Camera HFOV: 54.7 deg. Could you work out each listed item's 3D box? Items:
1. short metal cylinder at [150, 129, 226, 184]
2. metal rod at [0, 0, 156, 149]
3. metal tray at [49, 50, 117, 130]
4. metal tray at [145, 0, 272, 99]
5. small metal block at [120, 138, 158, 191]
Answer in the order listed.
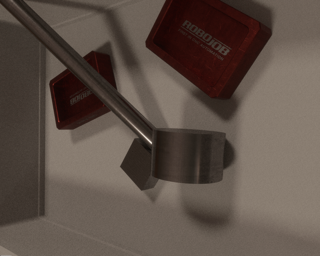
[{"bbox_3d":[0.031,0.028,0.344,0.080,0.081,0.050,6,94,39],"label":"short metal cylinder"},{"bbox_3d":[-0.109,-0.082,0.417,0.300,0.025,0.025,44,119,3],"label":"metal rod"},{"bbox_3d":[-0.127,-0.057,0.505,0.130,0.030,0.090,-21,77,37],"label":"metal tray"},{"bbox_3d":[0.049,-0.104,0.361,0.130,0.030,0.089,44,116,30],"label":"metal tray"},{"bbox_3d":[-0.021,0.048,0.422,0.050,0.025,0.050,42,115,31],"label":"small metal block"}]
